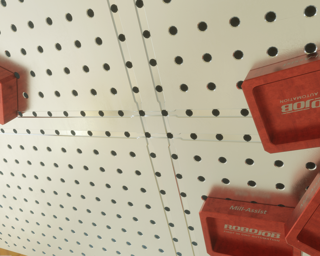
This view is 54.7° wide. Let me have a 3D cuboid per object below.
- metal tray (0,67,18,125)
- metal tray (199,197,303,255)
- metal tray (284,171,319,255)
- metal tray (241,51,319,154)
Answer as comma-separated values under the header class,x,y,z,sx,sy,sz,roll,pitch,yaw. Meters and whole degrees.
class,x,y,z,sx,sy,sz,roll,pitch,yaw
metal tray,-0.302,-0.072,0.519,0.130,0.030,0.089,26,128,11
metal tray,0.126,0.148,0.432,0.130,0.030,0.089,1,119,27
metal tray,0.206,0.089,0.332,0.090,0.030,0.129,26,112,11
metal tray,0.159,-0.028,0.306,0.130,0.030,0.090,-13,112,33
